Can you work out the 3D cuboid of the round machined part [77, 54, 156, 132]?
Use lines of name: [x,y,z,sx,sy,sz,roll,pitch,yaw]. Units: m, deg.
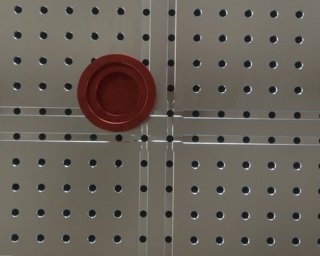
round machined part: [-0.054,-0.044,0.405,0.099,0.042,0.097,0,90,0]
